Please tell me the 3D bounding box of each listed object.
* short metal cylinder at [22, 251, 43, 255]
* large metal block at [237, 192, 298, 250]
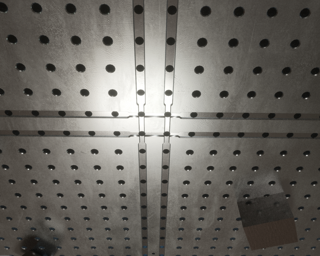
[{"bbox_3d":[-0.260,0.298,0.626,0.080,0.080,0.050,-30,124,22],"label":"short metal cylinder"},{"bbox_3d":[0.187,0.163,0.537,0.080,0.050,0.080,-16,129,13],"label":"large metal block"}]
